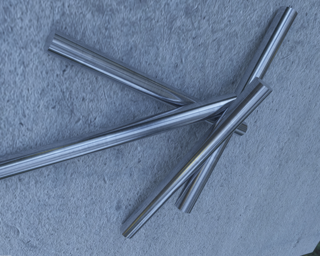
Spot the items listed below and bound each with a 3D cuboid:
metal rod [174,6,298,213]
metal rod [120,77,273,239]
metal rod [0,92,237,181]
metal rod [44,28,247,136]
[{"bbox_3d":[0.100,-0.020,0.418,0.025,0.025,0.299,23,96,-37],"label":"metal rod"},{"bbox_3d":[0.034,0.055,0.415,0.025,0.025,0.298,19,122,-36],"label":"metal rod"},{"bbox_3d":[-0.047,0.008,0.365,0.302,0.025,0.025,-16,125,-12],"label":"metal rod"},{"bbox_3d":[0.009,-0.042,0.385,0.302,0.025,0.025,20,108,-36],"label":"metal rod"}]
